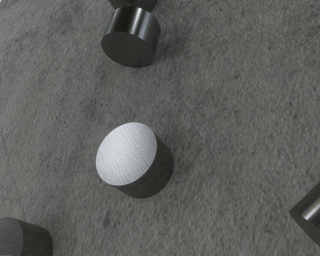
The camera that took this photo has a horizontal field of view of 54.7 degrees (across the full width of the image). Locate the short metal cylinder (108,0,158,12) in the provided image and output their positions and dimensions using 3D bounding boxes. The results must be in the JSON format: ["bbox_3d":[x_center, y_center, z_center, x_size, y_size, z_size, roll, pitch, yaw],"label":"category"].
[{"bbox_3d":[-0.051,-0.240,0.560,0.080,0.050,0.080,-13,56,20],"label":"short metal cylinder"}]

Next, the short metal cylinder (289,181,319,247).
[{"bbox_3d":[0.151,0.078,0.242,0.050,0.080,0.080,-44,51,-2],"label":"short metal cylinder"}]

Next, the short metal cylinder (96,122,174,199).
[{"bbox_3d":[-0.030,0.040,0.378,0.080,0.050,0.080,-13,56,20],"label":"short metal cylinder"}]

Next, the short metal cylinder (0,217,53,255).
[{"bbox_3d":[-0.183,0.157,0.385,0.080,0.050,0.080,-13,56,20],"label":"short metal cylinder"}]

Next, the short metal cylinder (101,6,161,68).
[{"bbox_3d":[-0.043,-0.137,0.474,0.080,0.080,0.050,-1,62,27],"label":"short metal cylinder"}]
